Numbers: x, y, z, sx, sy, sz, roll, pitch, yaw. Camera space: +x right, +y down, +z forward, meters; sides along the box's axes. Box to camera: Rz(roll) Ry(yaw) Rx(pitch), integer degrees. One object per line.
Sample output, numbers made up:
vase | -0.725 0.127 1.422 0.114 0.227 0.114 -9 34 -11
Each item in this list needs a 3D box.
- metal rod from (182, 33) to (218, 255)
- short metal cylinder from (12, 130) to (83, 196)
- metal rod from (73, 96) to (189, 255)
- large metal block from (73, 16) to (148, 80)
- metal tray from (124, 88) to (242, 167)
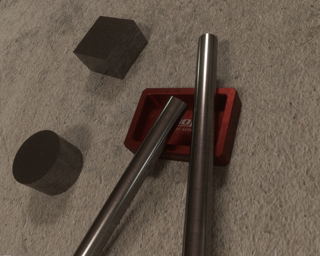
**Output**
metal rod | 0.045 0.018 0.329 0.025 0.025 0.299 -6 59 24
short metal cylinder | -0.158 0.049 0.438 0.080 0.050 0.080 -13 56 20
metal rod | -0.055 0.097 0.347 0.025 0.025 0.299 28 84 37
large metal block | -0.081 -0.133 0.510 0.080 0.050 0.080 21 73 35
metal tray | 0.028 -0.005 0.388 0.130 0.030 0.090 4 63 29
